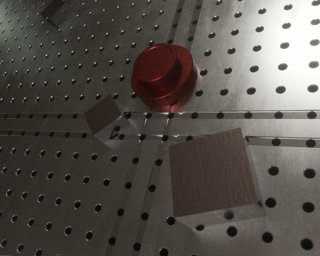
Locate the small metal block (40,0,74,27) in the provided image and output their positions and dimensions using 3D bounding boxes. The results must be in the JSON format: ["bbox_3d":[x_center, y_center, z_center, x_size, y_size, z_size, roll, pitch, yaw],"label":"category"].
[{"bbox_3d":[-0.227,-0.254,0.680,0.050,0.025,0.050,34,80,38],"label":"small metal block"}]

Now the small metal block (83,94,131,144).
[{"bbox_3d":[-0.078,-0.014,0.456,0.050,0.025,0.050,-36,51,4],"label":"small metal block"}]

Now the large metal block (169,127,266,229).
[{"bbox_3d":[0.059,0.055,0.327,0.080,0.050,0.080,-16,55,19],"label":"large metal block"}]

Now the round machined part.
[{"bbox_3d":[0.001,-0.083,0.447,0.098,0.042,0.098,-13,56,20],"label":"round machined part"}]
